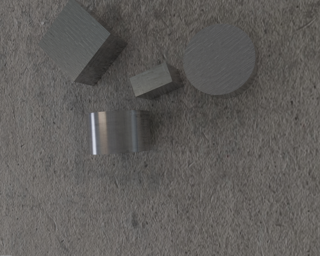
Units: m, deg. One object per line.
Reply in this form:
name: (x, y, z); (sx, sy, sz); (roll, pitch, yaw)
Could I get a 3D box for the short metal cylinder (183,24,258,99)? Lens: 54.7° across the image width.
short metal cylinder: (0.074, -0.077, 0.370); (0.080, 0.050, 0.080); (0, 90, 20)

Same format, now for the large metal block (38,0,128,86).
large metal block: (-0.107, -0.118, 0.434); (0.080, 0.050, 0.080); (45, 104, 14)

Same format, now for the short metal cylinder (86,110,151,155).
short metal cylinder: (-0.052, 0.006, 0.398); (0.080, 0.080, 0.050); (-4, 89, 20)

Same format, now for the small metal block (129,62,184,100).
small metal block: (-0.003, -0.058, 0.397); (0.050, 0.050, 0.025); (-21, 83, 19)
